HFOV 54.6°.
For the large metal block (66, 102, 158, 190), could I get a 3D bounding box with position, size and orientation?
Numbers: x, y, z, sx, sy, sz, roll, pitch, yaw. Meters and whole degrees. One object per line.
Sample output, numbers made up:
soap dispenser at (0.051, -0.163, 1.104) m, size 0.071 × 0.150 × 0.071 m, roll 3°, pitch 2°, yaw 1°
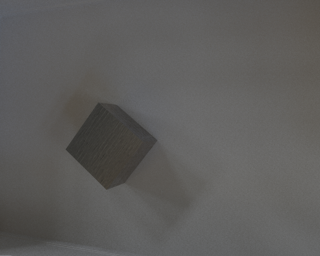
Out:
large metal block at (-0.065, 0.023, 0.421) m, size 0.080 × 0.050 × 0.080 m, roll 41°, pitch 103°, yaw 15°
